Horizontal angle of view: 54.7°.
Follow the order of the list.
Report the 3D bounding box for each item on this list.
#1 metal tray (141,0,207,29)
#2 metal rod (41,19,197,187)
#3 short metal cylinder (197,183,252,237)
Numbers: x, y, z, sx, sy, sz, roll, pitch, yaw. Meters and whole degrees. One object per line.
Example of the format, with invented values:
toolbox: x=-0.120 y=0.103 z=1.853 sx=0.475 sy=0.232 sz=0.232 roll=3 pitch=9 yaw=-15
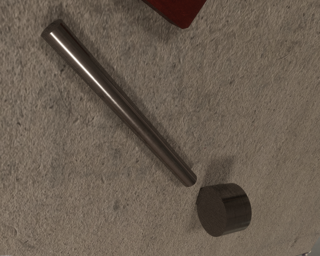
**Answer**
metal tray: x=0.026 y=-0.179 z=0.308 sx=0.090 sy=0.030 sz=0.129 roll=26 pitch=104 yaw=-38
metal rod: x=-0.028 y=-0.007 z=0.388 sx=0.025 sy=0.025 sz=0.300 roll=-41 pitch=130 yaw=-1
short metal cylinder: x=0.105 y=0.135 z=0.514 sx=0.050 sy=0.080 sz=0.079 roll=-3 pitch=120 yaw=-27
